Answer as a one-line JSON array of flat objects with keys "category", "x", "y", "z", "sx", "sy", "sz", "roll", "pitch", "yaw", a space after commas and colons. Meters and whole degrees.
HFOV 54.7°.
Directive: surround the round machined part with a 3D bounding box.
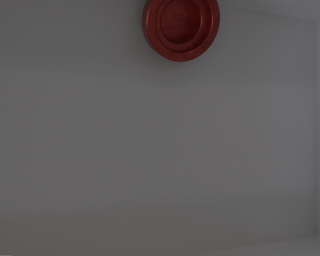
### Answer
[{"category": "round machined part", "x": 0.023, "y": -0.138, "z": 0.397, "sx": 0.099, "sy": 0.042, "sz": 0.097, "roll": -9, "pitch": 117, "yaw": -18}]
